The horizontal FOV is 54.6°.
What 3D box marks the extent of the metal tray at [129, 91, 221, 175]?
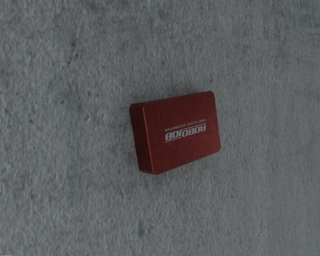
[{"bbox_3d":[0.026,0.002,0.422,0.131,0.030,0.090,-14,99,-39],"label":"metal tray"}]
